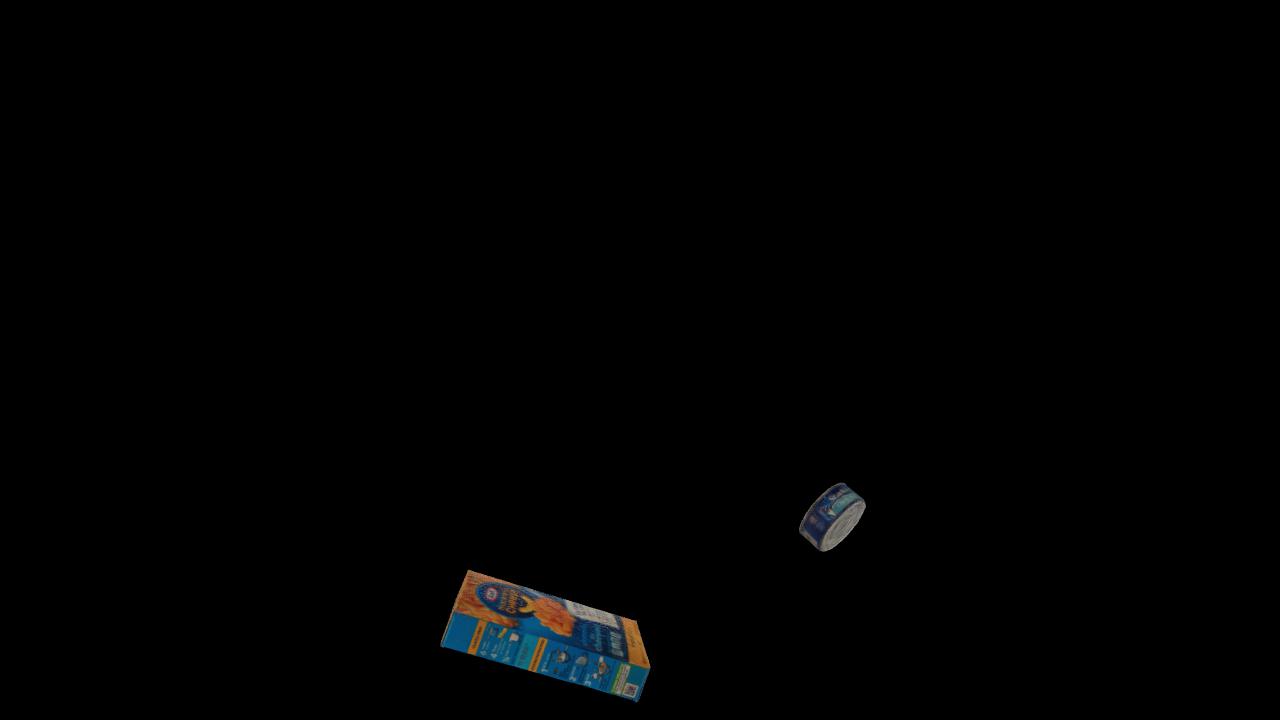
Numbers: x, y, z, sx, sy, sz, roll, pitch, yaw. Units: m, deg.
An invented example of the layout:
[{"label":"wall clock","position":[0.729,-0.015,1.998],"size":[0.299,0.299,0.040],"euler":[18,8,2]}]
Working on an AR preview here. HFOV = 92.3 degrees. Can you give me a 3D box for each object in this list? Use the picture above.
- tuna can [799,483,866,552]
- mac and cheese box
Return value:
[{"label":"tuna can","position":[0.236,0.193,0.754],"size":[0.084,0.084,0.034],"euler":[0,31,-44]},{"label":"mac and cheese box","position":[-0.087,0.259,0.584],"size":[0.184,0.041,0.093],"euler":[21,1,-9]}]
